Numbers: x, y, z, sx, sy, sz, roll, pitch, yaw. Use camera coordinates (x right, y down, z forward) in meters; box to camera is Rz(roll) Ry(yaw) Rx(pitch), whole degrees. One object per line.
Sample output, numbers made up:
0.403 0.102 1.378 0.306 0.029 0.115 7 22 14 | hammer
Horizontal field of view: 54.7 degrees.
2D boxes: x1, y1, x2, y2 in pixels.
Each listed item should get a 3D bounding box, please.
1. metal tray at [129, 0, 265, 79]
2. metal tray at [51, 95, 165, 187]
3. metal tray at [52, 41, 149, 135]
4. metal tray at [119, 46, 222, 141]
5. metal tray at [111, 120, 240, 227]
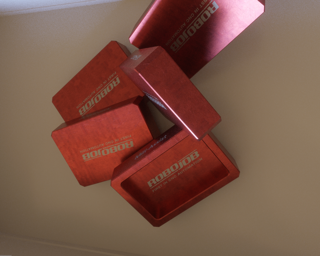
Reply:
0.036 -0.119 0.338 0.090 0.030 0.129 31 140 -18 | metal tray
-0.066 0.020 0.411 0.130 0.030 0.090 -18 109 18 | metal tray
-0.079 -0.045 0.435 0.130 0.030 0.090 -39 78 15 | metal tray
0.004 -0.041 0.331 0.030 0.130 0.090 -44 108 -2 | metal tray
0.017 0.054 0.377 0.130 0.030 0.090 -36 109 15 | metal tray
